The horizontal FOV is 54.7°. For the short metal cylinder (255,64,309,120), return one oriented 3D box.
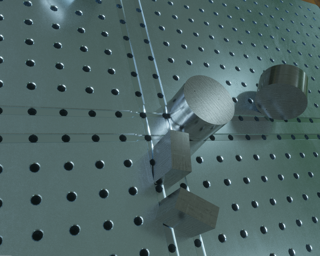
[{"bbox_3d":[0.204,-0.059,0.518,0.080,0.080,0.050,31,52,-8],"label":"short metal cylinder"}]

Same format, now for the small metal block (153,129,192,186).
[{"bbox_3d":[0.014,0.037,0.377,0.025,0.050,0.050,12,57,-22],"label":"small metal block"}]

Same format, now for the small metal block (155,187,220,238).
[{"bbox_3d":[0.030,0.096,0.349,0.050,0.050,0.025,29,52,-10],"label":"small metal block"}]

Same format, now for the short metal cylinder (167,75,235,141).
[{"bbox_3d":[0.057,-0.028,0.440,0.081,0.050,0.080,14,56,-21],"label":"short metal cylinder"}]
